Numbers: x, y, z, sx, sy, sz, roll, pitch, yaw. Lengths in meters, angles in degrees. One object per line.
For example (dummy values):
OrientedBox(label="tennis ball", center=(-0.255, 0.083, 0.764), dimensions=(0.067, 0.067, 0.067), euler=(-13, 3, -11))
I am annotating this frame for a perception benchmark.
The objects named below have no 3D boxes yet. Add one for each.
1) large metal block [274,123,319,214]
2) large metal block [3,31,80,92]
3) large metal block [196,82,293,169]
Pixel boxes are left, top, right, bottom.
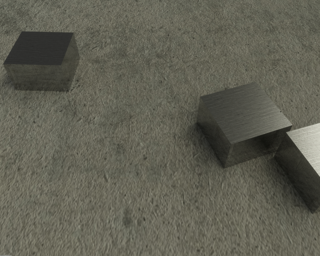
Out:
OrientedBox(label="large metal block", center=(0.194, 0.040, 0.354), dimensions=(0.081, 0.050, 0.080), euler=(-14, 52, -12))
OrientedBox(label="large metal block", center=(-0.175, -0.102, 0.471), dimensions=(0.080, 0.050, 0.080), euler=(2, 50, 1))
OrientedBox(label="large metal block", center=(0.102, -0.005, 0.392), dimensions=(0.081, 0.050, 0.080), euler=(-16, 52, -13))
